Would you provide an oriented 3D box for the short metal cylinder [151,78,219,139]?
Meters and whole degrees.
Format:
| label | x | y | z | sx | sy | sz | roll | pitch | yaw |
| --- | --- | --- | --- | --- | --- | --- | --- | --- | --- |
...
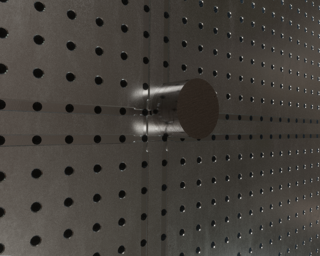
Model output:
| label | x | y | z | sx | sy | sz | roll | pitch | yaw |
| --- | --- | --- | --- | --- | --- | --- | --- | --- | --- |
| short metal cylinder | 0.035 | -0.025 | 0.425 | 0.081 | 0.050 | 0.079 | 0 | 90 | -40 |
